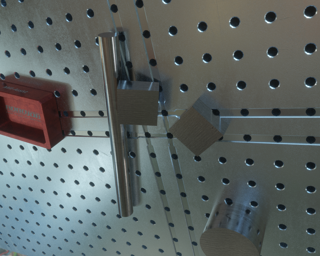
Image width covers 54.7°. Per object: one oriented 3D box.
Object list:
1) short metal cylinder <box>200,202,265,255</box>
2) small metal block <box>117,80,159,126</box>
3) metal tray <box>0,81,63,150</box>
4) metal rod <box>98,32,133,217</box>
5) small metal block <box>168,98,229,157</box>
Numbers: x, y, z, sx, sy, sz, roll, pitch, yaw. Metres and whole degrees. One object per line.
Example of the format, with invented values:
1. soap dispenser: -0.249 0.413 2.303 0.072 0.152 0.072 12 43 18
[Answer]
1. short metal cylinder: 0.102 0.152 0.434 0.080 0.050 0.079 13 124 20
2. small metal block: -0.027 -0.031 0.393 0.050 0.025 0.050 3 123 -2
3. metal tray: -0.228 -0.023 0.510 0.130 0.030 0.089 13 124 20
4. metal rod: -0.060 0.015 0.450 0.025 0.025 0.298 12 124 21
5. small metal block: 0.047 0.000 0.385 0.050 0.025 0.050 42 129 -2
